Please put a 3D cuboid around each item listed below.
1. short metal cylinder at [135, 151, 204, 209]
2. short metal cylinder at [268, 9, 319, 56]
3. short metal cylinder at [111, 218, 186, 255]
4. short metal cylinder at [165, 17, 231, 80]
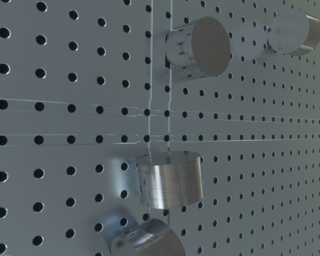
[{"bbox_3d":[0.012,0.061,0.383,0.081,0.080,0.050,-11,97,-40],"label":"short metal cylinder"},{"bbox_3d":[0.254,-0.179,0.585,0.050,0.080,0.079,-4,93,-40],"label":"short metal cylinder"},{"bbox_3d":[-0.014,0.154,0.362,0.050,0.080,0.079,-18,102,-39],"label":"short metal cylinder"},{"bbox_3d":[0.055,-0.110,0.438,0.081,0.050,0.079,0,90,-40],"label":"short metal cylinder"}]
